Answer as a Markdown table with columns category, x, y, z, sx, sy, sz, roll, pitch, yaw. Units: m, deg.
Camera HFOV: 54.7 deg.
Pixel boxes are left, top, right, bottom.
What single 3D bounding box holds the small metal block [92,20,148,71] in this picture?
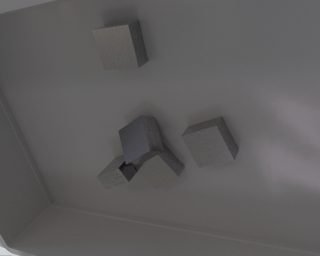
| category | x | y | z | sx | sy | sz | roll | pitch | yaw |
| --- | --- | --- | --- | --- | --- | --- | --- | --- | --- |
| small metal block | -0.047 | -0.099 | 0.372 | 0.050 | 0.025 | 0.050 | 1 | 119 | 27 |

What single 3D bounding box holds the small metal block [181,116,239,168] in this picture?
| category | x | y | z | sx | sy | sz | roll | pitch | yaw |
| --- | --- | --- | --- | --- | --- | --- | --- | --- | --- |
| small metal block | 0.063 | 0.019 | 0.387 | 0.050 | 0.025 | 0.050 | -19 | 109 | 35 |

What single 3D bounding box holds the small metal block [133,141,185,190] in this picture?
| category | x | y | z | sx | sy | sz | roll | pitch | yaw |
| --- | --- | --- | --- | --- | --- | --- | --- | --- | --- |
| small metal block | -0.002 | 0.054 | 0.443 | 0.050 | 0.025 | 0.050 | 48 | 129 | -6 |

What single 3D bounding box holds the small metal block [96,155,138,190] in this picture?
| category | x | y | z | sx | sy | sz | roll | pitch | yaw |
| --- | --- | --- | --- | --- | --- | --- | --- | --- | --- |
| small metal block | -0.058 | 0.061 | 0.461 | 0.050 | 0.050 | 0.025 | -25 | 105 | 37 |

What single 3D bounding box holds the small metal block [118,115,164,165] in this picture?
| category | x | y | z | sx | sy | sz | roll | pitch | yaw |
| --- | --- | --- | --- | --- | --- | --- | --- | --- | --- |
| small metal block | -0.026 | 0.017 | 0.417 | 0.050 | 0.025 | 0.050 | -32 | 64 | 38 |
